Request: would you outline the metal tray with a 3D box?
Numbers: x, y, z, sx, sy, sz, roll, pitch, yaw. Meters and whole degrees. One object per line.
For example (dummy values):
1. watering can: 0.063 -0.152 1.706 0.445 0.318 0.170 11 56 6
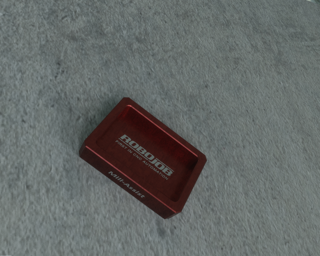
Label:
1. metal tray: -0.017 0.033 0.370 0.130 0.030 0.090 37 51 -3
